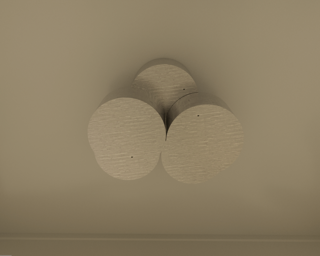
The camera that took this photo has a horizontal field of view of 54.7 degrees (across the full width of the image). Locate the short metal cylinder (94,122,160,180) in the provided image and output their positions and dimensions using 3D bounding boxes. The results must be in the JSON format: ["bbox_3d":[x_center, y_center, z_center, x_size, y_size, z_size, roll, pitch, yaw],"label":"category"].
[{"bbox_3d":[-0.040,0.020,0.403,0.081,0.050,0.079,0,110,0],"label":"short metal cylinder"}]

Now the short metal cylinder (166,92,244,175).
[{"bbox_3d":[0.047,0.005,0.344,0.081,0.050,0.079,0,110,0],"label":"short metal cylinder"}]

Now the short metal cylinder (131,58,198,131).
[{"bbox_3d":[0.005,-0.042,0.381,0.081,0.050,0.079,0,110,0],"label":"short metal cylinder"}]

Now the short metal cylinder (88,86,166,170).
[{"bbox_3d":[-0.034,-0.001,0.342,0.081,0.050,0.079,0,110,0],"label":"short metal cylinder"}]

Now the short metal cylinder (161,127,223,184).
[{"bbox_3d":[0.042,0.025,0.406,0.081,0.050,0.079,0,110,0],"label":"short metal cylinder"}]
